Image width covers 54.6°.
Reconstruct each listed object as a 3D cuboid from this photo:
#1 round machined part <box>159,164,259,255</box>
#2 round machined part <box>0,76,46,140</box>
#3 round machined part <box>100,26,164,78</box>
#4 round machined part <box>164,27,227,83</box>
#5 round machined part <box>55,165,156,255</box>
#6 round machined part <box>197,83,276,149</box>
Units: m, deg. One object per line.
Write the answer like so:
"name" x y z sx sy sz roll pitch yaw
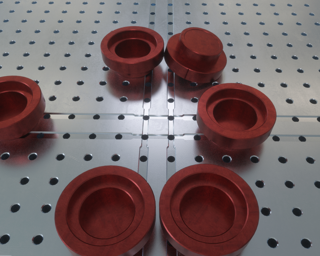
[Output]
"round machined part" 0.048 0.089 0.322 0.099 0.042 0.098 0 50 0
"round machined part" -0.203 -0.022 0.415 0.099 0.042 0.098 0 50 0
"round machined part" -0.042 -0.118 0.495 0.099 0.042 0.098 0 50 0
"round machined part" 0.059 -0.119 0.483 0.099 0.042 0.098 9 51 -11
"round machined part" -0.053 0.091 0.320 0.099 0.042 0.098 0 50 0
"round machined part" 0.097 -0.011 0.407 0.099 0.042 0.098 0 50 0
